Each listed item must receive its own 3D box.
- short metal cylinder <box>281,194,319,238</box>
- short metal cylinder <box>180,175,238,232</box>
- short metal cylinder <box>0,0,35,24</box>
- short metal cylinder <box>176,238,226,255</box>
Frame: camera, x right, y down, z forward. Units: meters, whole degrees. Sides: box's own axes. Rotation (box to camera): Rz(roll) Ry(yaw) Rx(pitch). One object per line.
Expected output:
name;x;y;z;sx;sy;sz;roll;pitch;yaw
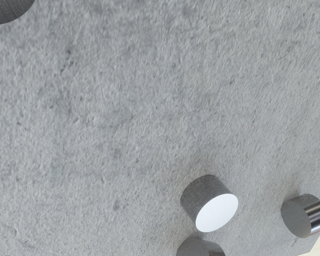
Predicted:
short metal cylinder;0.306;0.186;0.658;0.050;0.080;0.079;-13;124;-22
short metal cylinder;0.081;0.125;0.515;0.081;0.050;0.079;-14;125;-21
short metal cylinder;-0.138;-0.125;0.238;0.081;0.050;0.079;-14;125;-21
short metal cylinder;0.074;0.247;0.567;0.050;0.080;0.080;27;103;-38
